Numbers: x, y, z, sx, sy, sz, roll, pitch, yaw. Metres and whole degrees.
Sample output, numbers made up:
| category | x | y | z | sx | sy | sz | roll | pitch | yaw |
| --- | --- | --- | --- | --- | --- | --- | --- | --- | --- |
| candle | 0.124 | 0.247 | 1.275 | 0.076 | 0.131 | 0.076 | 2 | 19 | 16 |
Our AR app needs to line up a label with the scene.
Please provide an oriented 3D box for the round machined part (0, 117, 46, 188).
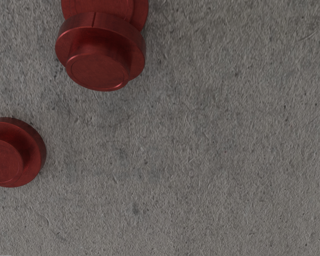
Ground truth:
| category | x | y | z | sx | sy | sz | roll | pitch | yaw |
| --- | --- | --- | --- | --- | --- | --- | --- | --- | --- |
| round machined part | -0.208 | 0.038 | 0.413 | 0.099 | 0.042 | 0.097 | 0 | 110 | 0 |

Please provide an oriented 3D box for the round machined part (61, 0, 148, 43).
| category | x | y | z | sx | sy | sz | roll | pitch | yaw |
| --- | --- | --- | --- | --- | --- | --- | --- | --- | --- |
| round machined part | -0.062 | -0.138 | 0.349 | 0.099 | 0.042 | 0.097 | 0 | 110 | 0 |

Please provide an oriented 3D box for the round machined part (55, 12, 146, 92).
| category | x | y | z | sx | sy | sz | roll | pitch | yaw |
| --- | --- | --- | --- | --- | --- | --- | --- | --- | --- |
| round machined part | -0.066 | -0.076 | 0.343 | 0.099 | 0.042 | 0.098 | 3 | 153 | 2 |
